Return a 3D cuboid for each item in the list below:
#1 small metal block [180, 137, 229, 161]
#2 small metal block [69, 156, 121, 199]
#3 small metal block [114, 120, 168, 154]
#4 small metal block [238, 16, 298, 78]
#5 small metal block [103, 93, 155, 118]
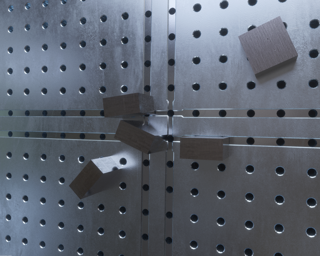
[{"bbox_3d":[0.056,0.024,0.380,0.050,0.050,0.025,1,91,20],"label":"small metal block"},{"bbox_3d":[-0.089,0.068,0.431,0.025,0.050,0.050,45,104,14],"label":"small metal block"},{"bbox_3d":[-0.024,0.011,0.408,0.050,0.050,0.025,24,98,18],"label":"small metal block"},{"bbox_3d":[0.127,-0.095,0.368,0.050,0.025,0.050,-24,82,18],"label":"small metal block"},{"bbox_3d":[-0.041,-0.029,0.414,0.050,0.050,0.025,-7,88,20],"label":"small metal block"}]
